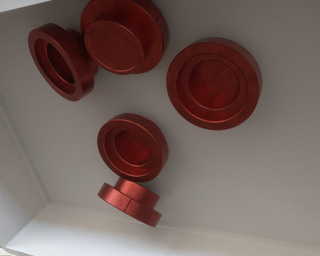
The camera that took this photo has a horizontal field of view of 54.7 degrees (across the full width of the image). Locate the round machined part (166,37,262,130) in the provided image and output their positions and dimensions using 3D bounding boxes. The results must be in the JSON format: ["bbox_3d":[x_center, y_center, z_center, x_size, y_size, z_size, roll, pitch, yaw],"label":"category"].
[{"bbox_3d":[0.060,-0.049,0.335,0.098,0.042,0.097,13,124,20],"label":"round machined part"}]

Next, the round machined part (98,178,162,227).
[{"bbox_3d":[-0.039,0.104,0.460,0.098,0.042,0.098,28,168,7],"label":"round machined part"}]

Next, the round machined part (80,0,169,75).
[{"bbox_3d":[-0.043,-0.098,0.341,0.098,0.042,0.097,13,141,11],"label":"round machined part"}]

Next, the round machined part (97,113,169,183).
[{"bbox_3d":[-0.033,0.023,0.427,0.098,0.042,0.097,12,122,20],"label":"round machined part"}]

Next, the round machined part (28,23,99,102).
[{"bbox_3d":[-0.116,-0.085,0.391,0.098,0.042,0.097,31,144,26],"label":"round machined part"}]
